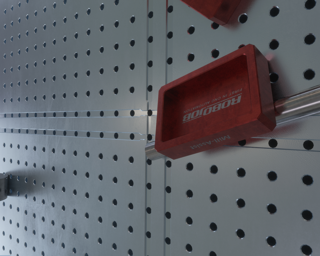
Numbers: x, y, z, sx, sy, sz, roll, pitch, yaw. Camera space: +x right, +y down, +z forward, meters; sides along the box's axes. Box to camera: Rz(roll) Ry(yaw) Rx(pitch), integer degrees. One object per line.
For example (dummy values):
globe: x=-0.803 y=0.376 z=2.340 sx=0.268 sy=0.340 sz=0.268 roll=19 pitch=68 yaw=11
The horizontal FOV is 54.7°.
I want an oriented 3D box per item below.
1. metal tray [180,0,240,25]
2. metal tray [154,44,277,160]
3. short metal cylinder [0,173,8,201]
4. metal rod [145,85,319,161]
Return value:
metal tray: x=0.048 y=-0.193 z=0.366 sx=0.130 sy=0.030 sz=0.089 roll=46 pitch=117 yaw=30
metal tray: x=0.054 y=-0.024 z=0.339 sx=0.130 sy=0.030 sz=0.090 roll=-21 pitch=53 yaw=37
short metal cylinder: x=-0.385 y=0.133 z=0.692 sx=0.080 sy=0.081 sz=0.050 roll=5 pitch=93 yaw=40
metal rod: x=0.100 y=-0.009 z=0.327 sx=0.299 sy=0.025 sz=0.025 roll=-20 pitch=77 yaw=38
